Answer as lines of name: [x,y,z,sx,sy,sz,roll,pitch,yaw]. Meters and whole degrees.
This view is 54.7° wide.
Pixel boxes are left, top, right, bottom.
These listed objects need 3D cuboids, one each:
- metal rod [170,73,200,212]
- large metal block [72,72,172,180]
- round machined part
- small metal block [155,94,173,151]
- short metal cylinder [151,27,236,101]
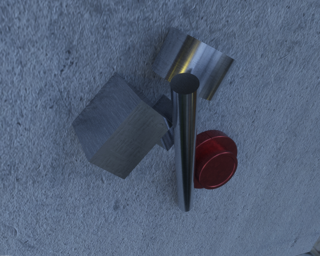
metal rod: [0.032,0.044,0.388,0.025,0.025,0.299,-26,148,-12]
large metal block: [-0.045,-0.004,0.345,0.080,0.080,0.050,-49,129,6]
round machined part: [0.079,0.055,0.475,0.099,0.042,0.097,-14,124,-21]
small metal block: [0.007,-0.008,0.392,0.050,0.050,0.025,-49,129,6]
short metal cylinder: [0.037,-0.072,0.349,0.081,0.080,0.050,17,110,-35]
